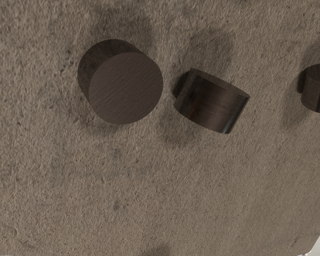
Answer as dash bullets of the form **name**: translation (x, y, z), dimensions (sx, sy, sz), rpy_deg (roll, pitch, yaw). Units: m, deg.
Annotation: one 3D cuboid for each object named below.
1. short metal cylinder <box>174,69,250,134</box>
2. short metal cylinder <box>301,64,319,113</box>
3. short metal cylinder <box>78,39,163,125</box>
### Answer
- **short metal cylinder**: translation (0.064, -0.035, 0.387), dimensions (0.081, 0.080, 0.050), rpy_deg (12, 112, -34)
- **short metal cylinder**: translation (0.267, -0.062, 0.482), dimensions (0.081, 0.080, 0.050), rpy_deg (-19, 126, -18)
- **short metal cylinder**: translation (-0.044, -0.050, 0.337), dimensions (0.081, 0.050, 0.079), rpy_deg (-14, 125, -21)
